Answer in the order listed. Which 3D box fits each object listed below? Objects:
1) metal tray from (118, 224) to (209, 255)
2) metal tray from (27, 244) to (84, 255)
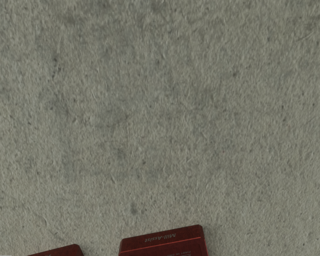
[{"bbox_3d":[0.011,0.207,0.483,0.131,0.030,0.089,-12,110,4],"label":"metal tray"},{"bbox_3d":[-0.179,0.244,0.495,0.131,0.030,0.089,-16,110,5],"label":"metal tray"}]
